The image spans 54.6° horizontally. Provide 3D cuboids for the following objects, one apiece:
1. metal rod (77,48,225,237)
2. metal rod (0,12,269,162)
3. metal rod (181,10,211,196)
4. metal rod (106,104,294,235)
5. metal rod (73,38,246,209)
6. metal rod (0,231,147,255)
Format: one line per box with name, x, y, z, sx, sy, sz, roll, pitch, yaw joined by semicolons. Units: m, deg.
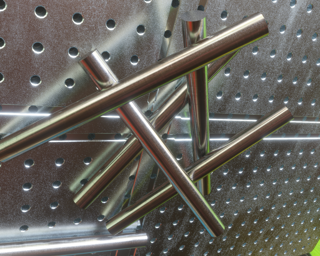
metal rod;0.003;0.035;0.385;0.025;0.025;0.300;-37;114;-4
metal rod;-0.036;-0.037;0.317;0.301;0.025;0.025;-25;129;7
metal rod;0.053;-0.005;0.409;0.025;0.025;0.299;-24;135;-14
metal rod;0.046;0.064;0.432;0.300;0.025;0.025;-36;131;12
metal rod;-0.002;-0.009;0.403;0.300;0.025;0.025;-46;129;4
metal rod;-0.155;0.166;0.428;0.302;0.025;0.025;7;115;-32
